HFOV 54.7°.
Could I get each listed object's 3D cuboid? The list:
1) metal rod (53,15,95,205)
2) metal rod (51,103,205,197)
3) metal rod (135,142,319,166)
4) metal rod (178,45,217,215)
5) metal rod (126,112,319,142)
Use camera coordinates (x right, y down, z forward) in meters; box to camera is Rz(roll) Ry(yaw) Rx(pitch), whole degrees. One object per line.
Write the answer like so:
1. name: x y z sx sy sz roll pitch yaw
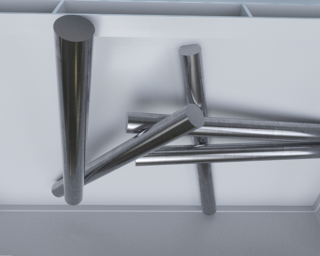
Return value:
1. metal rod: -0.088 0.017 0.315 0.025 0.025 0.298 10 145 -9
2. metal rod: -0.063 0.043 0.392 0.025 0.025 0.299 34 138 -26
3. metal rod: 0.118 0.032 0.414 0.302 0.025 0.025 -1 131 -9
4. metal rod: 0.058 0.027 0.432 0.025 0.025 0.298 -8 130 6
5. metal rod: 0.109 0.001 0.388 0.302 0.025 0.025 3 131 -13
